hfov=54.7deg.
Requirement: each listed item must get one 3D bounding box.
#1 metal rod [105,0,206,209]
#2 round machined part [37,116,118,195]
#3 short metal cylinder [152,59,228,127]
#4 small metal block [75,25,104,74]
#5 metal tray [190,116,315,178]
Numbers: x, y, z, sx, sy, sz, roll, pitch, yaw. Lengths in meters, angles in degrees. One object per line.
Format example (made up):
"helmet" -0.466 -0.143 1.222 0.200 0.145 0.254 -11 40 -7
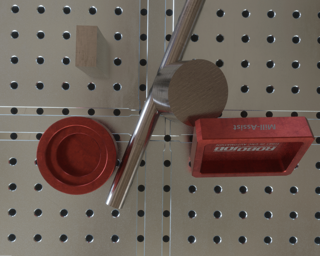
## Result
"metal rod" -0.006 -0.036 0.413 0.025 0.025 0.299 22 90 -1
"round machined part" -0.104 0.034 0.404 0.099 0.042 0.097 0 90 -1
"short metal cylinder" 0.037 -0.044 0.388 0.081 0.050 0.079 -4 100 -22
"small metal block" -0.089 -0.099 0.400 0.025 0.050 0.050 2 90 0
"metal tray" 0.106 0.026 0.382 0.131 0.090 0.030 -1 53 -1
